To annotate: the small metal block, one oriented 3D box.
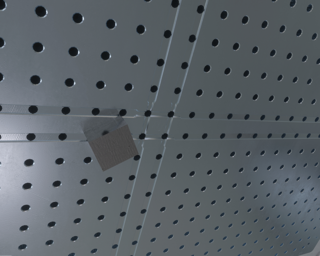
[{"bbox_3d":[-0.060,0.019,0.390,0.050,0.025,0.050,-26,128,-12],"label":"small metal block"}]
